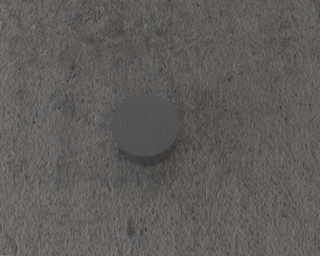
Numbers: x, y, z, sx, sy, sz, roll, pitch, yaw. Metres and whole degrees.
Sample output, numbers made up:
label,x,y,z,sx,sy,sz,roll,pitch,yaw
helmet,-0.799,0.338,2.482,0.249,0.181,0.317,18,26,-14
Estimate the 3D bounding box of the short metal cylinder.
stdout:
label,x,y,z,sx,sy,sz,roll,pitch,yaw
short metal cylinder,-0.018,0.004,0.393,0.080,0.050,0.080,0,70,0
